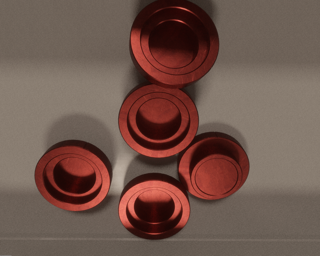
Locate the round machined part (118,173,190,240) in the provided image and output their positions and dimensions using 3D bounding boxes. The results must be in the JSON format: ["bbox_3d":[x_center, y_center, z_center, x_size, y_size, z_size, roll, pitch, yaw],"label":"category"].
[{"bbox_3d":[-0.008,0.106,0.441,0.099,0.042,0.097,0,110,-1],"label":"round machined part"}]

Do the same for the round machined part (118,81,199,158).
[{"bbox_3d":[-0.002,-0.014,0.396,0.099,0.042,0.097,0,111,0],"label":"round machined part"}]

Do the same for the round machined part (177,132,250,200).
[{"bbox_3d":[0.074,0.058,0.425,0.099,0.042,0.097,0,110,-1],"label":"round machined part"}]

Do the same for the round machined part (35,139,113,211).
[{"bbox_3d":[-0.114,0.060,0.423,0.099,0.042,0.097,0,110,-1],"label":"round machined part"}]

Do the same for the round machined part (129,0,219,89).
[{"bbox_3d":[0.014,-0.093,0.355,0.099,0.042,0.097,1,85,-8],"label":"round machined part"}]
